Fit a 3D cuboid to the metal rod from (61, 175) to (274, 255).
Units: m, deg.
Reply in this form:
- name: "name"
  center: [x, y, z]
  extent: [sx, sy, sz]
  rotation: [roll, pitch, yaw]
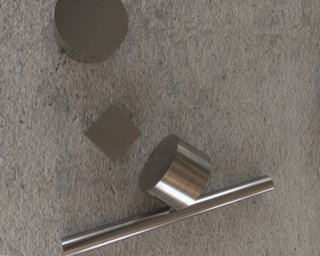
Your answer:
- name: "metal rod"
  center: [0.025, 0.113, 0.418]
  extent: [0.302, 0.025, 0.025]
  rotation: [-12, 94, -20]

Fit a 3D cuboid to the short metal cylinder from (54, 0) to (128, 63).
- name: "short metal cylinder"
  center: [-0.083, -0.120, 0.365]
  extent: [0.081, 0.050, 0.079]
  rotation: [0, 90, -20]

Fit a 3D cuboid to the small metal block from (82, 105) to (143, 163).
- name: "small metal block"
  center: [-0.059, 0.007, 0.387]
  extent: [0.050, 0.025, 0.050]
  rotation: [47, 76, -14]

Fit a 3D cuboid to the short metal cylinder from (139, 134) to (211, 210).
- name: "short metal cylinder"
  center: [0.018, 0.054, 0.386]
  extent: [0.050, 0.080, 0.080]
  rotation: [33, 79, -17]
